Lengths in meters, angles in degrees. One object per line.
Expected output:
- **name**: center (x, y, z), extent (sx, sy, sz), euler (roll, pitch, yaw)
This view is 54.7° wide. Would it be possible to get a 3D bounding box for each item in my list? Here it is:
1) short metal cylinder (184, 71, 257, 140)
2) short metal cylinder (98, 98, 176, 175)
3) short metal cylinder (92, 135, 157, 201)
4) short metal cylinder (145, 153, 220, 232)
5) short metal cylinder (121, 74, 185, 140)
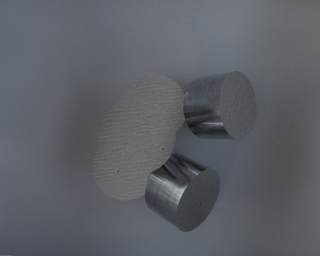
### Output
- **short metal cylinder**: center (0.075, -0.026, 0.378), extent (0.081, 0.050, 0.079), euler (2, 88, -44)
- **short metal cylinder**: center (-0.024, 0.008, 0.346), extent (0.081, 0.050, 0.079), euler (0, 90, -1)
- **short metal cylinder**: center (-0.042, 0.047, 0.397), extent (0.081, 0.050, 0.079), euler (0, 90, -1)
- **short metal cylinder**: center (0.028, 0.077, 0.376), extent (0.050, 0.080, 0.080), euler (24, 90, 40)
- **short metal cylinder**: center (-0.007, -0.025, 0.397), extent (0.081, 0.050, 0.079), euler (0, 90, -1)
